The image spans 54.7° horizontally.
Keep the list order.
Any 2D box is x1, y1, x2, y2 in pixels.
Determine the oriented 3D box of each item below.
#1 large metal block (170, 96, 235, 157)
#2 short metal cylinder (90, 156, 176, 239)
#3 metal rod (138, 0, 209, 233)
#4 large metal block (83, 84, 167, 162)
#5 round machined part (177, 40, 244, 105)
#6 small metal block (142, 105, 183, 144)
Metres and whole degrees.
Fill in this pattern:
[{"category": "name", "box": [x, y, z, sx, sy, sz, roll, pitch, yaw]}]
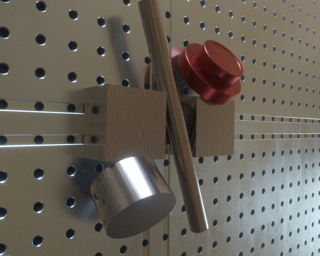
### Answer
[{"category": "large metal block", "box": [0.062, -0.001, 0.446, 0.081, 0.050, 0.080, 1, 89, -40]}, {"category": "short metal cylinder", "box": [-0.030, 0.077, 0.341, 0.081, 0.050, 0.080, -21, 143, -17]}, {"category": "metal rod", "box": [0.020, -0.007, 0.392, 0.025, 0.025, 0.298, -22, 104, -38]}, {"category": "large metal block", "box": [-0.040, -0.004, 0.360, 0.081, 0.050, 0.080, 3, 89, -40]}, {"category": "round machined part", "box": [0.076, -0.083, 0.430, 0.099, 0.042, 0.098, 23, 43, -23]}, {"category": "small metal block", "box": [0.003, -0.004, 0.413, 0.050, 0.025, 0.050, 1, 90, -40]}]
